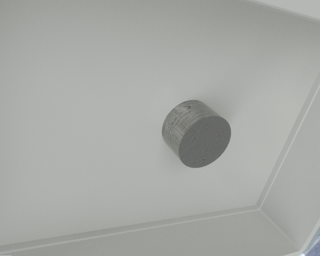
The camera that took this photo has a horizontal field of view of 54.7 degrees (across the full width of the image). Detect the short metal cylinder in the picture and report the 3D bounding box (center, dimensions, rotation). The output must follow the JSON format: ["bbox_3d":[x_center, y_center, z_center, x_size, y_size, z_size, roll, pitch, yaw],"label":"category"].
[{"bbox_3d":[0.050,0.008,0.426,0.081,0.050,0.079,-14,125,-21],"label":"short metal cylinder"}]
